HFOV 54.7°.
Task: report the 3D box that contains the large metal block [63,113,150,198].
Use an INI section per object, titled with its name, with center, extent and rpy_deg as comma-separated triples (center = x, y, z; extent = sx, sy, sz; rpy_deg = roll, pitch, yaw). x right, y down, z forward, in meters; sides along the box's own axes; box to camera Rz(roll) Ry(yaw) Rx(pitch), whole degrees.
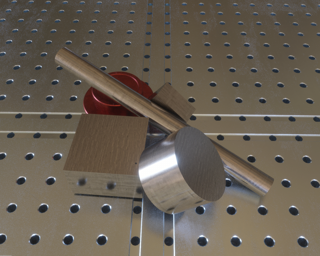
[large metal block]
center = -0.056, 0.031, 0.361
extent = 0.080, 0.050, 0.080
rpy_deg = 4, 50, 3

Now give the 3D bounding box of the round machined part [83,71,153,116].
[round machined part]
center = -0.057, -0.041, 0.431
extent = 0.099, 0.042, 0.098
rpy_deg = 0, 50, 0

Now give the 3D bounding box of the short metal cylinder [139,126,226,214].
[short metal cylinder]
center = 0.024, 0.045, 0.326
extent = 0.080, 0.050, 0.080
rpy_deg = 30, 45, -35

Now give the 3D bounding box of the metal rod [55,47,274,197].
[metal rod]
center = -0.002, -0.013, 0.376
extent = 0.301, 0.025, 0.025
rpy_deg = 33, 56, 9

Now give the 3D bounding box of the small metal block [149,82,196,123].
[small metal block]
center = 0.009, -0.025, 0.400
extent = 0.050, 0.050, 0.025
rpy_deg = 42, 58, -11
